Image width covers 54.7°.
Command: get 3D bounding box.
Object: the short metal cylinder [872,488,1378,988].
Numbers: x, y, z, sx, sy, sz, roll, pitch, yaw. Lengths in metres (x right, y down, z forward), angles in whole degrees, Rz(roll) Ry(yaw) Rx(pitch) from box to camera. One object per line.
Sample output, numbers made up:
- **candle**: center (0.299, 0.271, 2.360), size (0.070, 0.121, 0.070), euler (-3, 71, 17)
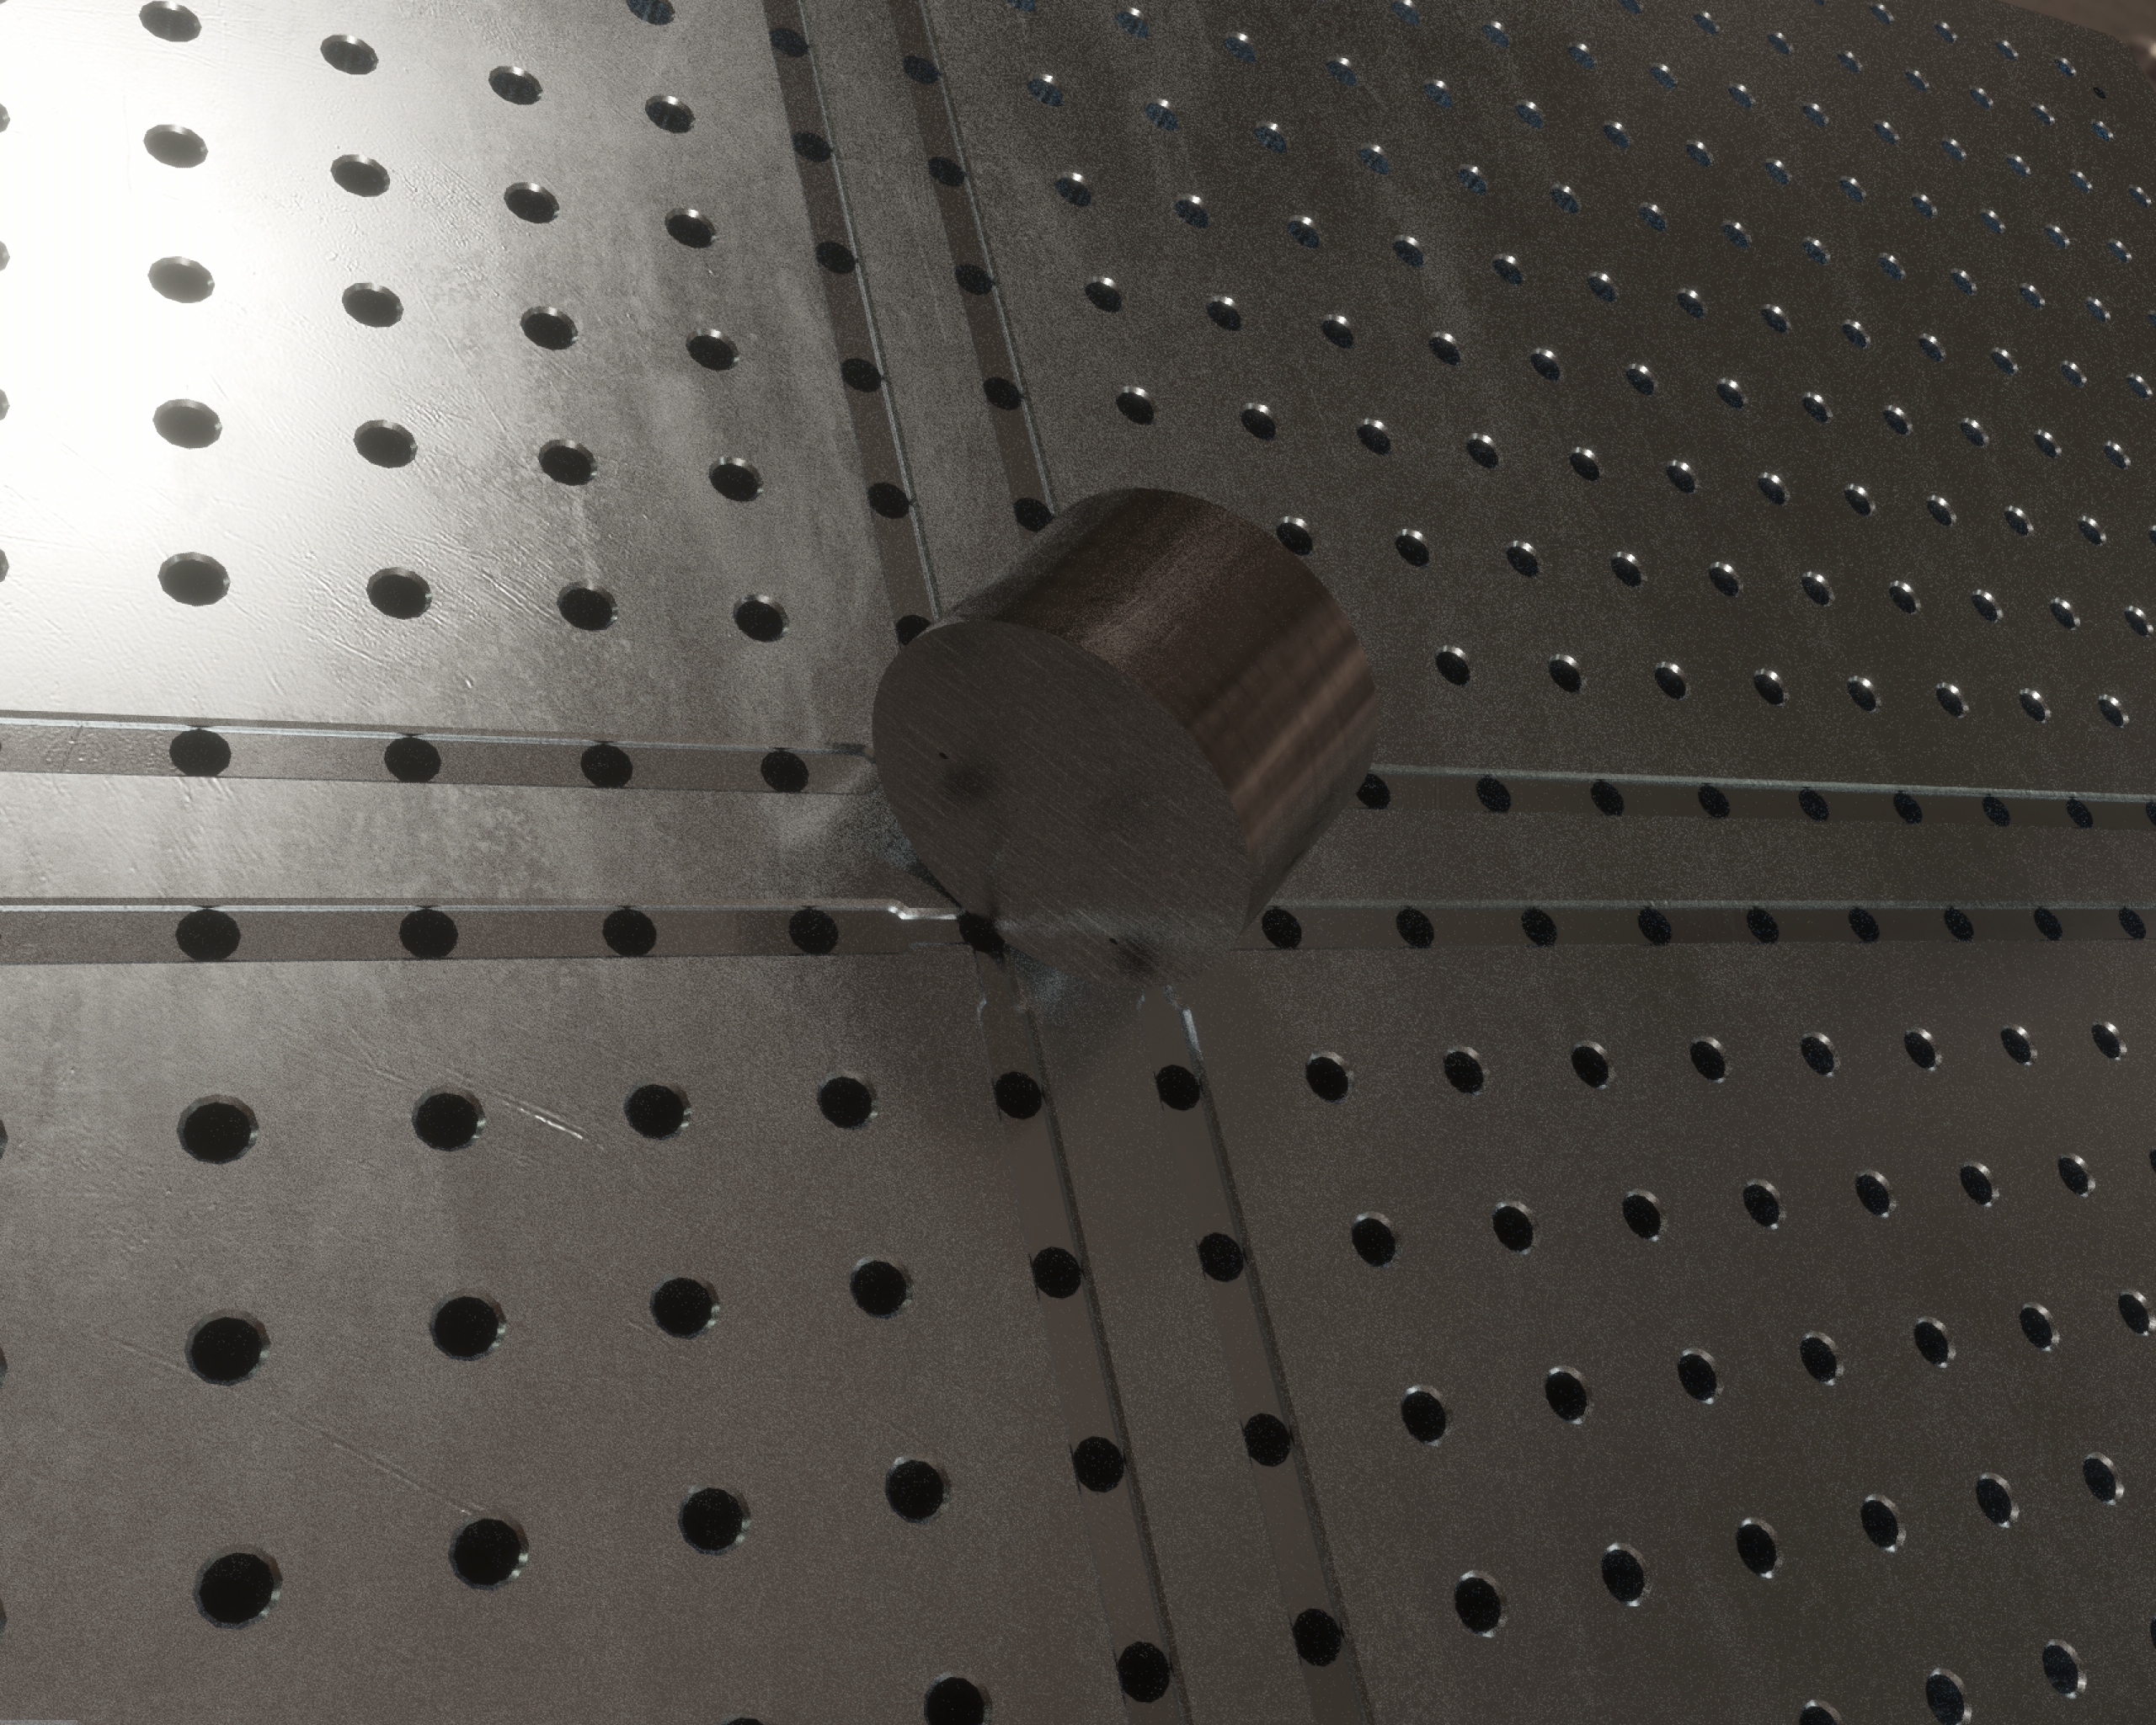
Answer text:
- **short metal cylinder**: center (0.009, -0.023, 0.392), size (0.080, 0.080, 0.050), euler (42, 51, 0)
